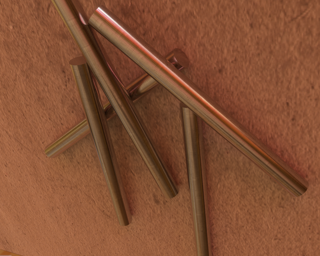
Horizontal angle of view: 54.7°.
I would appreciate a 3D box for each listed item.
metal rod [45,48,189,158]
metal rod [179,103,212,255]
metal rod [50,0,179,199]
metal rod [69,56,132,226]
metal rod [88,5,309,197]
[{"bbox_3d":[-0.080,-0.019,0.435,0.299,0.025,0.025,-30,102,37],"label":"metal rod"},{"bbox_3d":[0.055,0.101,0.438,0.025,0.025,0.298,6,121,25],"label":"metal rod"},{"bbox_3d":[-0.042,-0.022,0.382,0.025,0.025,0.299,-7,125,31],"label":"metal rod"},{"bbox_3d":[-0.076,0.041,0.446,0.025,0.025,0.298,10,130,22],"label":"metal rod"},{"bbox_3d":[0.049,-0.023,0.341,0.300,0.025,0.025,39,129,-9],"label":"metal rod"}]
